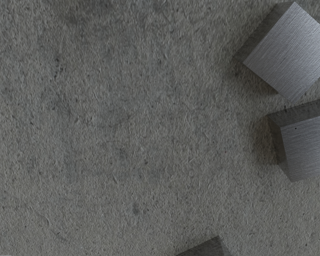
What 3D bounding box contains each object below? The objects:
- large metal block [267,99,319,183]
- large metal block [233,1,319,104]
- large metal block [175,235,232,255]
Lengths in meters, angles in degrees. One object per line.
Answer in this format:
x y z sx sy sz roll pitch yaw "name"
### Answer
0.195 0.014 0.403 0.080 0.050 0.080 -17 109 6 "large metal block"
0.148 -0.088 0.365 0.080 0.050 0.080 35 106 -12 "large metal block"
0.079 0.228 0.481 0.080 0.050 0.080 -29 108 10 "large metal block"
